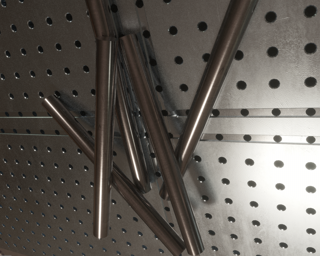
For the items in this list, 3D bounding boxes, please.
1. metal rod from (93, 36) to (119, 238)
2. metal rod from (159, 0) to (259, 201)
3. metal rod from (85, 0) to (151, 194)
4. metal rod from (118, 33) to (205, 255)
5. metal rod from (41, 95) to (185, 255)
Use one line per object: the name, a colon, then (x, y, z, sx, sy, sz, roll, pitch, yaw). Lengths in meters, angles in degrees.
metal rod: (-0.076, 0.031, 0.417, 0.025, 0.025, 0.298, 16, 118, 18)
metal rod: (0.047, -0.015, 0.376, 0.025, 0.025, 0.298, 26, 128, 11)
metal rod: (-0.051, -0.036, 0.414, 0.025, 0.025, 0.298, 3, 120, 26)
metal rod: (0.005, 0.031, 0.397, 0.025, 0.025, 0.298, -10, 105, 32)
metal rod: (-0.070, 0.068, 0.463, 0.300, 0.025, 0.025, 48, 129, 4)
